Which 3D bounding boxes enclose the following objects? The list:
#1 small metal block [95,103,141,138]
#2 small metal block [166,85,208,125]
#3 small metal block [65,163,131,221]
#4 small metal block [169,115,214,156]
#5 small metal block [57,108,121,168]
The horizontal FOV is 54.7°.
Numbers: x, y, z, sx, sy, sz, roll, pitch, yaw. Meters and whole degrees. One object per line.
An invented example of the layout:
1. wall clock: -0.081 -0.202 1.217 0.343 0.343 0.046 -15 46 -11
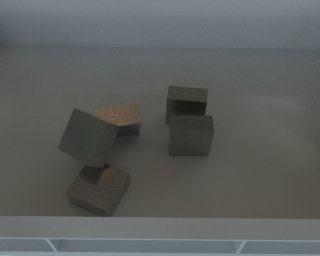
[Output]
1. small metal block: -0.052 -0.007 0.390 0.050 0.050 0.025 -10 75 -8
2. small metal block: 0.035 -0.028 0.412 0.050 0.050 0.025 6 51 4
3. small metal block: -0.068 0.068 0.347 0.050 0.025 0.050 19 52 14
4. small metal block: 0.037 0.010 0.381 0.050 0.050 0.025 0 50 0
5. small metal block: -0.080 0.011 0.347 0.050 0.025 0.050 23 91 27
